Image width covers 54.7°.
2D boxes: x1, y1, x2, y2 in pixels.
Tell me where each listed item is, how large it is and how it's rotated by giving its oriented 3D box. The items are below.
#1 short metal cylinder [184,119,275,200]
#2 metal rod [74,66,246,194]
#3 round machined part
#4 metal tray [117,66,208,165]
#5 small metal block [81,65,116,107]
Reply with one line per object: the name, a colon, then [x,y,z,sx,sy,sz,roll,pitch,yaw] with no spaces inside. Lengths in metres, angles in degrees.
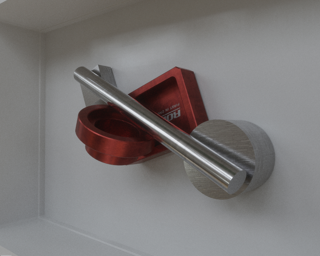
short metal cylinder: [0.072,0.031,0.328,0.080,0.050,0.079,0,90,39]
metal rod: [-0.025,-0.017,0.371,0.300,0.025,0.025,35,111,41]
round machined part: [-0.055,0.011,0.383,0.098,0.099,0.042,34,119,34]
metal tray: [-0.005,-0.011,0.403,0.130,0.030,0.090,-24,75,37]
small metal block: [-0.095,-0.063,0.481,0.050,0.025,0.050,-28,73,36]
